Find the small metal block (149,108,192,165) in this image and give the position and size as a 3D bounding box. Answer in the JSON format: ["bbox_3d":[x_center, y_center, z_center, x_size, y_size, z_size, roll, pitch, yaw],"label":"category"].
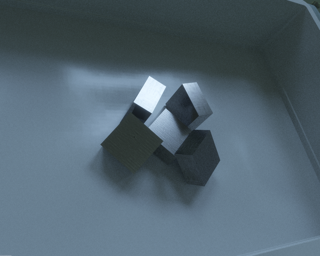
[{"bbox_3d":[0.009,0.011,0.402,0.050,0.025,0.050,41,51,-1],"label":"small metal block"}]

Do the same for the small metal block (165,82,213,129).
[{"bbox_3d":[0.039,-0.027,0.426,0.025,0.050,0.050,-12,68,-34],"label":"small metal block"}]

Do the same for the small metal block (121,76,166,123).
[{"bbox_3d":[-0.022,-0.030,0.394,0.025,0.050,0.050,32,51,-8],"label":"small metal block"}]

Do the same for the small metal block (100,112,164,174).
[{"bbox_3d":[-0.032,0.018,0.362,0.050,0.025,0.050,42,84,0],"label":"small metal block"}]

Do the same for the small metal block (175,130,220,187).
[{"bbox_3d":[0.049,0.037,0.392,0.050,0.025,0.050,-49,127,-40],"label":"small metal block"}]
